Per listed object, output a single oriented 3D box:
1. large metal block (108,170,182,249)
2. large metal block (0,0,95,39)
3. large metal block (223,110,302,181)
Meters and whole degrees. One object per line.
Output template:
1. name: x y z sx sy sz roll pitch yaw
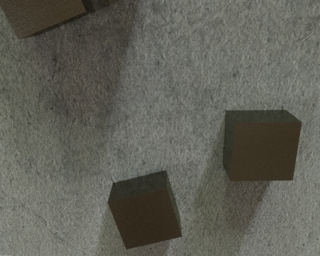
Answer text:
1. large metal block: -0.019 0.115 0.439 0.080 0.050 0.080 -15 110 5
2. large metal block: -0.129 -0.152 0.339 0.080 0.050 0.080 -20 109 7
3. large metal block: 0.130 0.022 0.406 0.081 0.050 0.079 -1 110 0
